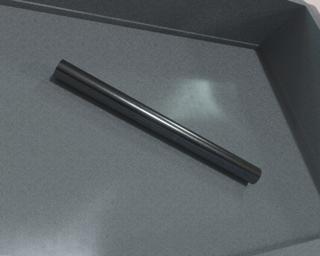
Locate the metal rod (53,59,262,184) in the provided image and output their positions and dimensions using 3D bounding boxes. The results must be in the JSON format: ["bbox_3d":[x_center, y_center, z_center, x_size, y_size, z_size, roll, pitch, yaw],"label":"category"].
[{"bbox_3d":[0.005,-0.003,0.409,0.301,0.025,0.025,29,52,-11],"label":"metal rod"}]
